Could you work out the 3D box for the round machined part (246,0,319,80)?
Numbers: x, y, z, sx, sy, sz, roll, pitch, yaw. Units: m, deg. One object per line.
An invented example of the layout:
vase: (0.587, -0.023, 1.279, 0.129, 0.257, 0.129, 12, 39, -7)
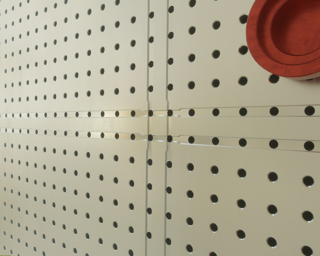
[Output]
round machined part: (0.135, -0.093, 0.287, 0.098, 0.042, 0.097, 0, 90, 40)
